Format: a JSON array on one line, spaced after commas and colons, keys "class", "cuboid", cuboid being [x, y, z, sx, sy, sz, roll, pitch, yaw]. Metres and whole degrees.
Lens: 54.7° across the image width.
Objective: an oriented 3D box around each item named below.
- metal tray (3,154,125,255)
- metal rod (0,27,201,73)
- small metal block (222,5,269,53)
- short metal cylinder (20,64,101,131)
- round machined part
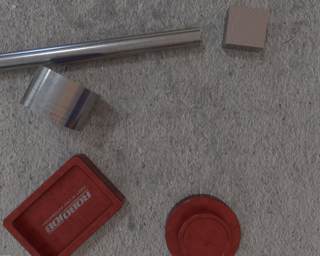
[{"class": "metal tray", "cuboid": [-0.123, 0.108, 0.405, 0.130, 0.030, 0.090, -43, 91, -1]}, {"class": "metal rod", "cuboid": [-0.098, -0.101, 0.408, 0.302, 0.025, 0.025, -8, 90, -1]}, {"class": "small metal block", "cuboid": [0.112, -0.131, 0.411, 0.050, 0.025, 0.050, 7, 90, -1]}, {"class": "short metal cylinder", "cuboid": [-0.120, -0.036, 0.381, 0.080, 0.080, 0.050, 28, 90, -1]}, {"class": "round machined part", "cuboid": [0.056, 0.139, 0.402, 0.099, 0.042, 0.097, 0, 90, -1]}]
